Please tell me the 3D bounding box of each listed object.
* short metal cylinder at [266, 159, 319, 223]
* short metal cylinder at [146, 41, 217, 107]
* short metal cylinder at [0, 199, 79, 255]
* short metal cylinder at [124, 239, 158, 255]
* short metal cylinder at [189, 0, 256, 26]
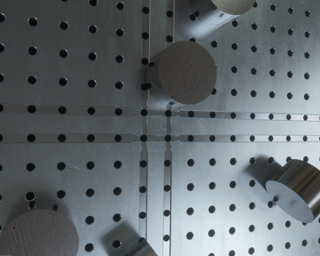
[{"bbox_3d":[0.207,0.093,0.460,0.050,0.080,0.080,-39,103,-16],"label":"short metal cylinder"},{"bbox_3d":[0.027,-0.069,0.409,0.081,0.050,0.079,0,90,-20],"label":"short metal cylinder"},{"bbox_3d":[-0.135,0.125,0.349,0.081,0.050,0.079,0,90,-20],"label":"short metal cylinder"},{"bbox_3d":[-0.016,0.186,0.378,0.050,0.080,0.080,-34,101,-17],"label":"short metal cylinder"},{"bbox_3d":[0.087,-0.189,0.431,0.081,0.050,0.079,0,90,-20],"label":"short metal cylinder"}]
